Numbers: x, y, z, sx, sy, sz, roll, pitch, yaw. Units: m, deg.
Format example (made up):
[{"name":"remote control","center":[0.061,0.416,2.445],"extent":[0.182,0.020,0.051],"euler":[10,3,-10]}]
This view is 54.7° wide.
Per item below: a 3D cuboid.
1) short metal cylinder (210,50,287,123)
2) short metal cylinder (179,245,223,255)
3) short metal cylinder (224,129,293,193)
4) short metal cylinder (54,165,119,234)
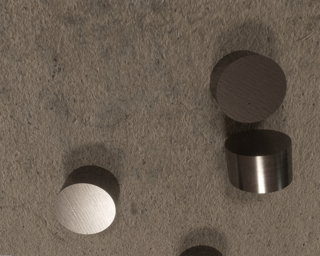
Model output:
[{"name":"short metal cylinder","center":[0.105,-0.052,0.379],"extent":[0.081,0.050,0.079],"euler":[0,110,-1]},{"name":"short metal cylinder","center":[0.067,0.233,0.483],"extent":[0.081,0.050,0.079],"euler":[0,110,-1]},{"name":"short metal cylinder","center":[0.126,0.040,0.397],"extent":[0.080,0.080,0.050],"euler":[-9,110,3]},{"name":"short metal cylinder","center":[-0.099,0.099,0.432],"extent":[0.081,0.050,0.079],"euler":[0,110,-1]}]
